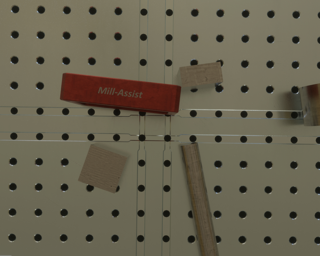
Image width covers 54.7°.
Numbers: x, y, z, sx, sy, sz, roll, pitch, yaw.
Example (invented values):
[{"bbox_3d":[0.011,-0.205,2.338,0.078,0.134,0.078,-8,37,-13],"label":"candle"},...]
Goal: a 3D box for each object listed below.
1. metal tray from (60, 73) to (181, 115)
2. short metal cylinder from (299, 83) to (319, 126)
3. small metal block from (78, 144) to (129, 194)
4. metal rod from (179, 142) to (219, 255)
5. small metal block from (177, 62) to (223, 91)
[{"bbox_3d":[-0.043,-0.039,0.380,0.131,0.090,0.030,6,90,-1],"label":"metal tray"},{"bbox_3d":[0.221,-0.032,0.389,0.081,0.080,0.050,-7,90,0],"label":"short metal cylinder"},{"bbox_3d":[-0.074,0.053,0.412,0.050,0.025,0.050,19,90,-1],"label":"small metal block"},{"bbox_3d":[0.066,0.168,0.414,0.025,0.025,0.298,-11,90,0],"label":"metal rod"},{"bbox_3d":[0.050,-0.065,0.402,0.050,0.050,0.025,-8,90,0],"label":"small metal block"}]
